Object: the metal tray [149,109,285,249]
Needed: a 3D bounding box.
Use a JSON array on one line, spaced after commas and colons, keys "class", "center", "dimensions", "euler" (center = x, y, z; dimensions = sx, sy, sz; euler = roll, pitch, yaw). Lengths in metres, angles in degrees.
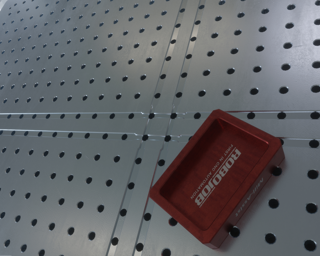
[{"class": "metal tray", "center": [0.061, 0.051, 0.342], "dimensions": [0.090, 0.030, 0.130], "euler": [33, 80, 38]}]
